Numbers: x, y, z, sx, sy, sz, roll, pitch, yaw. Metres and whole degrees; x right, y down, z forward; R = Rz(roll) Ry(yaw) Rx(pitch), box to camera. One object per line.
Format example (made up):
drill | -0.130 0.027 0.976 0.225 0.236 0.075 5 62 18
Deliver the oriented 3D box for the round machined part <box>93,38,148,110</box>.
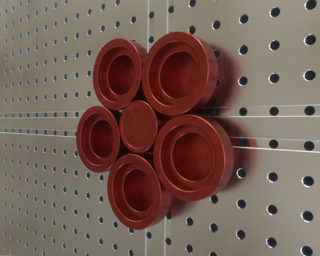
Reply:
round machined part | -0.048 -0.074 0.439 0.098 0.042 0.097 0 90 40

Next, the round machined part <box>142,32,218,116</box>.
round machined part | 0.028 -0.063 0.376 0.098 0.042 0.097 0 90 40

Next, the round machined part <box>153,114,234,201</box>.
round machined part | 0.042 0.033 0.364 0.098 0.042 0.097 0 90 40

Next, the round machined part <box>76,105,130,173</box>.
round machined part | -0.079 0.016 0.464 0.098 0.042 0.097 0 90 40

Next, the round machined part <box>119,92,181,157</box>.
round machined part | -0.016 -0.002 0.412 0.098 0.042 0.097 0 90 40

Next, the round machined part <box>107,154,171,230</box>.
round machined part | -0.023 0.082 0.418 0.098 0.042 0.097 0 90 40
